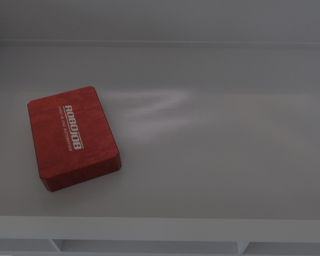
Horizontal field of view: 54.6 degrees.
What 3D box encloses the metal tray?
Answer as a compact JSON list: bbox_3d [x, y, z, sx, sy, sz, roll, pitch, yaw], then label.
[{"bbox_3d":[-0.111,0.008,0.395,0.091,0.030,0.130,-17,52,-14],"label":"metal tray"}]
